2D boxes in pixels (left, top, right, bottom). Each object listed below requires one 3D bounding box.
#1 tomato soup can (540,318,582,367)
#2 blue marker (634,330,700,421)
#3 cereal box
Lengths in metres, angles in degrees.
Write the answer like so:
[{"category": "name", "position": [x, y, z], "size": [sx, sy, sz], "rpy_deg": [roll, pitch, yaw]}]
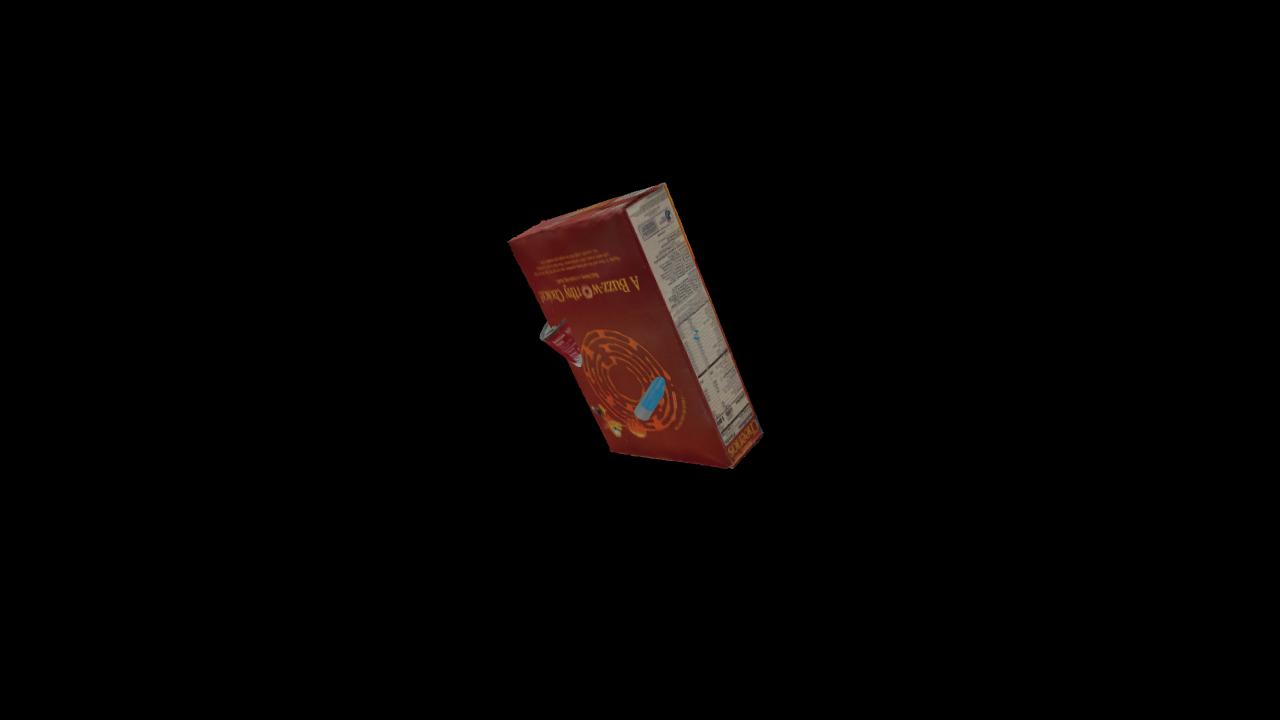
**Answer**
[{"category": "tomato soup can", "position": [-0.061, -0.022, 0.744], "size": [0.101, 0.068, 0.068], "rpy_deg": [39, -16, -21]}, {"category": "blue marker", "position": [0.029, 0.014, 0.647], "size": [0.020, 0.121, 0.020], "rpy_deg": [23, 28, -13]}, {"category": "cereal box", "position": [-0.005, -0.025, 0.697], "size": [0.203, 0.306, 0.081], "rpy_deg": [-2, 30, 47]}]
